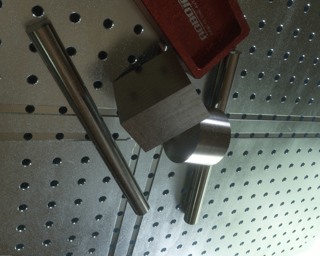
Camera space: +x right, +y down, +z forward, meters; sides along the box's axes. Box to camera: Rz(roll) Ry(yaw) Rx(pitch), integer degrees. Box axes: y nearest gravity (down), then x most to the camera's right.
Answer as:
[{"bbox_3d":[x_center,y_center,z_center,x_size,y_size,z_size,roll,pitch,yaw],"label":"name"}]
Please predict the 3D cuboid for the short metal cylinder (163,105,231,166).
[{"bbox_3d":[0.046,0.008,0.408,0.050,0.080,0.079,9,114,-33],"label":"short metal cylinder"}]

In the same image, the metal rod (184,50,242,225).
[{"bbox_3d":[0.074,0.030,0.472,0.025,0.025,0.298,-6,121,-26],"label":"metal rod"}]

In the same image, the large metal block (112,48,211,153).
[{"bbox_3d":[-0.001,-0.033,0.345,0.080,0.080,0.050,-30,130,9],"label":"large metal block"}]

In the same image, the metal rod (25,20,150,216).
[{"bbox_3d":[-0.071,0.014,0.382,0.025,0.025,0.299,-29,129,-10],"label":"metal rod"}]

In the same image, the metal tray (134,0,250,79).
[{"bbox_3d":[0.039,-0.130,0.349,0.090,0.030,0.130,-43,130,1],"label":"metal tray"}]
